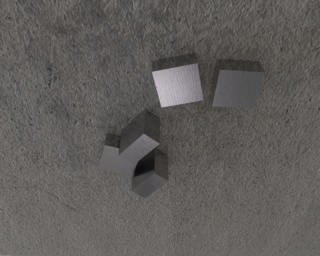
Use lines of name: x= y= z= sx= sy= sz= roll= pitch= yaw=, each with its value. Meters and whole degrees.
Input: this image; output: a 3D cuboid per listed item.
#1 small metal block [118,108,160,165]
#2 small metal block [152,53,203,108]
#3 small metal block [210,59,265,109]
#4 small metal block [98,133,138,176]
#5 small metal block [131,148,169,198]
small metal block: x=-0.026 y=0.011 z=0.400 sx=0.025 sy=0.050 sz=0.050 roll=34 pitch=122 yaw=-26
small metal block: x=0.021 y=-0.055 z=0.360 sx=0.050 sy=0.025 sz=0.050 roll=-10 pitch=130 yaw=8
small metal block: x=0.089 y=-0.052 z=0.364 sx=0.050 sy=0.025 sz=0.050 roll=3 pitch=130 yaw=-3
small metal block: x=-0.057 y=0.038 z=0.439 sx=0.050 sy=0.025 sz=0.050 roll=14 pitch=129 yaw=-12
small metal block: x=-0.014 y=0.064 z=0.445 sx=0.025 sy=0.050 sz=0.050 roll=34 pitch=122 yaw=-25
